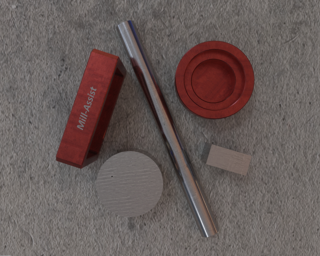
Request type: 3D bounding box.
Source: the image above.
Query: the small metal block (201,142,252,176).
[{"bbox_3d":[0.083,0.038,0.397,0.050,0.050,0.025,17,90,-1],"label":"small metal block"}]

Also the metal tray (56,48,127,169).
[{"bbox_3d":[-0.079,-0.021,0.378,0.030,0.090,0.129,19,90,0],"label":"metal tray"}]

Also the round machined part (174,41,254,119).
[{"bbox_3d":[0.068,-0.060,0.403,0.099,0.042,0.097,0,90,-1],"label":"round machined part"}]

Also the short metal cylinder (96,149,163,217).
[{"bbox_3d":[-0.037,0.068,0.398,0.081,0.050,0.079,0,90,-1],"label":"short metal cylinder"}]

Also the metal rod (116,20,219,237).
[{"bbox_3d":[0.010,0.001,0.412,0.025,0.025,0.299,-22,90,0],"label":"metal rod"}]
